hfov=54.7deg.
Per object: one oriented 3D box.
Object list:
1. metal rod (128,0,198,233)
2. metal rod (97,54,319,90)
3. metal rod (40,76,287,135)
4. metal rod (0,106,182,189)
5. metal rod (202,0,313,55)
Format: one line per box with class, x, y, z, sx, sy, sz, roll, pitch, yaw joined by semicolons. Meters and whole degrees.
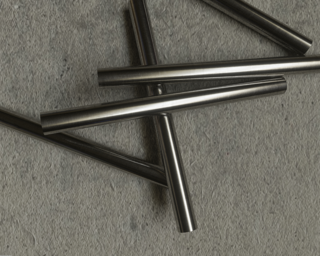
metal rod;0.002;-0.021;0.394;0.025;0.025;0.298;-13;84;0
metal rod;0.076;-0.072;0.386;0.302;0.025;0.025;-6;90;-10
metal rod;0.017;-0.031;0.372;0.302;0.025;0.025;-10;90;-15
metal rod;-0.114;0.020;0.408;0.301;0.025;0.025;21;90;0
metal rod;0.063;-0.180;0.410;0.301;0.025;0.025;30;90;0
